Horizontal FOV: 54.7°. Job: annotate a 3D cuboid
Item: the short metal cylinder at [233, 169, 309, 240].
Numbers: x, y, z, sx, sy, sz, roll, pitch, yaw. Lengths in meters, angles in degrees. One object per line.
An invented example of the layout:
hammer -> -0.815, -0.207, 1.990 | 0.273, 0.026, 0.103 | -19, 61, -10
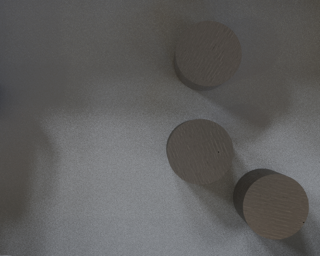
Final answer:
short metal cylinder -> 0.141, 0.096, 0.401 | 0.081, 0.050, 0.079 | 0, 90, -1

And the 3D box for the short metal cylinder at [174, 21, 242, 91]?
short metal cylinder -> 0.059, -0.090, 0.400 | 0.081, 0.050, 0.079 | 0, 90, -1

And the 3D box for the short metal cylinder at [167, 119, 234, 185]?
short metal cylinder -> 0.049, 0.029, 0.400 | 0.081, 0.050, 0.079 | 0, 90, -1
